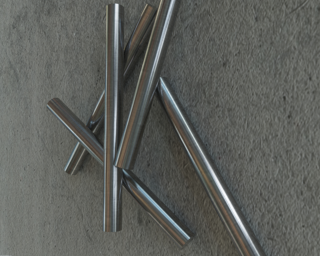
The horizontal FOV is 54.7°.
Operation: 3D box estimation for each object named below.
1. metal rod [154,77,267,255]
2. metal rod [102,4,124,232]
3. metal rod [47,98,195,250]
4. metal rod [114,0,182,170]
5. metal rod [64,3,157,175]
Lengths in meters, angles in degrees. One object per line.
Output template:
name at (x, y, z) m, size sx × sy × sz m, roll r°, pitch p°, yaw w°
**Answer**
metal rod at (0.062, 0.065, 0.353) m, size 0.025 × 0.025 × 0.299 m, roll -41°, pitch 65°, yaw 32°
metal rod at (-0.062, -0.018, 0.413) m, size 0.025 × 0.025 × 0.298 m, roll -5°, pitch 82°, yaw 40°
metal rod at (-0.069, 0.050, 0.440) m, size 0.300 × 0.025 × 0.025 m, roll 41°, pitch 115°, yaw 25°
metal rod at (-0.004, -0.095, 0.382) m, size 0.025 × 0.025 × 0.298 m, roll 18°, pitch 93°, yaw 38°
metal rod at (-0.079, -0.044, 0.470) m, size 0.025 × 0.025 × 0.298 m, roll 47°, pitch 118°, yaw 30°
